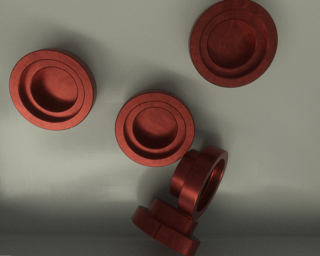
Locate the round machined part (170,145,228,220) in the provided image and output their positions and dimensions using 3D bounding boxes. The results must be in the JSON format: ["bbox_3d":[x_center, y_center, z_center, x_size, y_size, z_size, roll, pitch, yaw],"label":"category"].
[{"bbox_3d":[0.048,0.066,0.405,0.042,0.099,0.097,24,112,24],"label":"round machined part"}]

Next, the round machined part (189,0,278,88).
[{"bbox_3d":[0.083,-0.100,0.366,0.099,0.042,0.097,0,110,0],"label":"round machined part"}]

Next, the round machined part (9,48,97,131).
[{"bbox_3d":[-0.127,-0.049,0.383,0.099,0.042,0.097,0,110,0],"label":"round machined part"}]

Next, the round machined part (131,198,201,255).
[{"bbox_3d":[0.013,0.131,0.426,0.098,0.098,0.042,32,81,-11],"label":"round machined part"}]

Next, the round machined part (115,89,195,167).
[{"bbox_3d":[-0.006,-0.003,0.400,0.099,0.042,0.097,0,108,1],"label":"round machined part"}]
